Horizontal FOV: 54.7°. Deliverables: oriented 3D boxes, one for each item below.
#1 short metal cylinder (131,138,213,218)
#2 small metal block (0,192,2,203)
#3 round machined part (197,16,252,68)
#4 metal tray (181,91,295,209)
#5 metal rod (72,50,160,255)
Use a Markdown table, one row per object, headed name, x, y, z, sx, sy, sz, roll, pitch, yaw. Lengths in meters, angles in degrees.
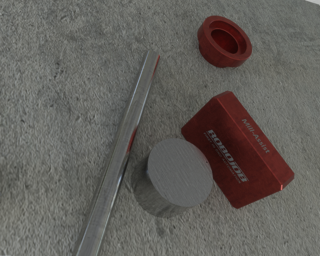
| name | x | y | z | sx | sy | sz | roll | pitch | yaw |
| --- | --- | --- | --- | --- | --- | --- | --- | --- | --- |
| short metal cylinder | 0.013 | 0.058 | 0.359 | 0.081 | 0.050 | 0.080 | 14 | 56 | -21 |
| small metal block | -0.178 | 0.053 | 0.276 | 0.050 | 0.025 | 0.050 | -24 | 75 | -36 |
| round machined part | 0.107 | -0.144 | 0.538 | 0.099 | 0.042 | 0.098 | 14 | 56 | -21 |
| metal tray | 0.092 | 0.030 | 0.393 | 0.030 | 0.090 | 0.130 | -26 | 76 | -37 |
| metal rod | -0.042 | 0.012 | 0.373 | 0.025 | 0.025 | 0.300 | 24 | 53 | -13 |
